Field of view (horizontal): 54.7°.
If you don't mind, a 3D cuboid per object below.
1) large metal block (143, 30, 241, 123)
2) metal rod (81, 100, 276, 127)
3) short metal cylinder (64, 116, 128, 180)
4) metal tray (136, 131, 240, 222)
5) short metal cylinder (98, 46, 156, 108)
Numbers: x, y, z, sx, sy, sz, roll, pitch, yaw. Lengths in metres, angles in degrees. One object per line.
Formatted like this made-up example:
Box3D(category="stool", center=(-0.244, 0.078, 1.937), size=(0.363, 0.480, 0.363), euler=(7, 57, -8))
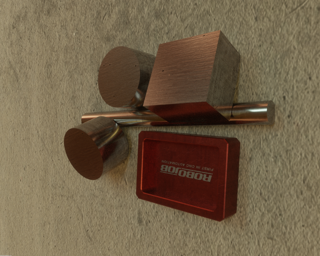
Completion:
Box3D(category="large metal block", center=(0.036, -0.053, 0.344), size=(0.080, 0.050, 0.080), euler=(-1, 68, 40))
Box3D(category="metal rod", center=(-0.002, -0.014, 0.410), size=(0.300, 0.025, 0.025), euler=(-1, 90, 40))
Box3D(category="short metal cylinder", center=(-0.093, 0.028, 0.451), size=(0.080, 0.050, 0.079), euler=(18, 121, 32))
Box3D(category="metal tray", center=(0.029, 0.052, 0.378), size=(0.130, 0.030, 0.089), euler=(5, 93, 39))
Box3D(category="short metal cylinder", center=(-0.039, -0.066, 0.422), size=(0.080, 0.050, 0.080), euler=(0, 89, 40))
